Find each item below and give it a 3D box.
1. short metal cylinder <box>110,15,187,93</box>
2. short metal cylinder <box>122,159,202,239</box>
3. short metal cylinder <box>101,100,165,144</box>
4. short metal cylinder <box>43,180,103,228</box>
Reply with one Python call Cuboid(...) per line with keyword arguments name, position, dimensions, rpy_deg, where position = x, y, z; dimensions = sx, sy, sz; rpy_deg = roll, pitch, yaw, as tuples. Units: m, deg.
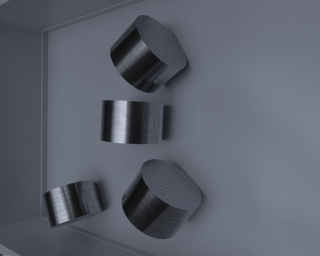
Cuboid(name="short metal cylinder", position=(-0.014, -0.090, 0.382), dimensions=(0.050, 0.081, 0.080), rpy_deg=(-37, 67, 34))
Cuboid(name="short metal cylinder", position=(0.002, 0.083, 0.370), dimensions=(0.080, 0.081, 0.050), rpy_deg=(47, 118, 30))
Cuboid(name="short metal cylinder", position=(-0.035, -0.008, 0.400), dimensions=(0.080, 0.081, 0.050), rpy_deg=(5, 94, 40))
Cuboid(name="short metal cylinder", position=(-0.135, 0.118, 0.483), dimensions=(0.080, 0.081, 0.050), rpy_deg=(-30, 71, 36))
